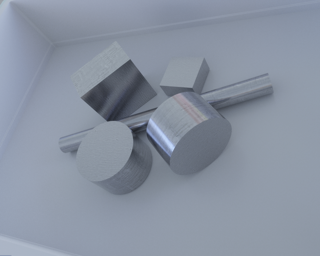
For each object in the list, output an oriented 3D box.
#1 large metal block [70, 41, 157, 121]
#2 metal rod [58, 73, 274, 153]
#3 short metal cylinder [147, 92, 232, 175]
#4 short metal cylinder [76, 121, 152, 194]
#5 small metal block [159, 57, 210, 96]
[{"bbox_3d":[-0.064,-0.060,0.438,0.080,0.080,0.050,-37,51,3],"label":"large metal block"},{"bbox_3d":[-0.006,-0.014,0.415,0.301,0.025,0.025,-16,55,18],"label":"metal rod"},{"bbox_3d":[0.032,0.006,0.347,0.080,0.080,0.050,-40,51,0],"label":"short metal cylinder"},{"bbox_3d":[-0.057,0.038,0.392,0.080,0.050,0.080,-13,56,20],"label":"short metal cylinder"},{"bbox_3d":[0.034,-0.070,0.428,0.050,0.025,0.050,9,66,31],"label":"small metal block"}]
